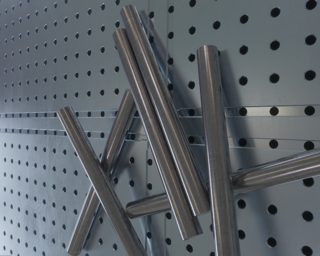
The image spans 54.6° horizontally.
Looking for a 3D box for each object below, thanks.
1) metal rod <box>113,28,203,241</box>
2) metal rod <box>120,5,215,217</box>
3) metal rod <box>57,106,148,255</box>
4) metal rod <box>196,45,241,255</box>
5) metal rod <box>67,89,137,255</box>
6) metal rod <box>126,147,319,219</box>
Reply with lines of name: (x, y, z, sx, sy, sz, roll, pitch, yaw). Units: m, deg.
metal rod: (-0.011, -0.009, 0.399, 0.025, 0.025, 0.299, -37, 61, 34)
metal rod: (0.001, -0.038, 0.390, 0.025, 0.025, 0.299, -36, 62, 34)
metal rod: (-0.075, 0.100, 0.446, 0.025, 0.025, 0.299, -39, 74, 33)
metal rod: (0.063, 0.053, 0.325, 0.025, 0.025, 0.299, -16, 70, 39)
metal rod: (-0.092, 0.080, 0.486, 0.025, 0.025, 0.298, 36, 112, 34)
metal rod: (0.069, 0.067, 0.353, 0.299, 0.025, 0.025, -25, 74, 37)
